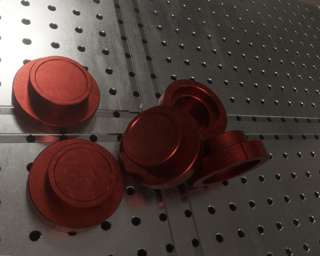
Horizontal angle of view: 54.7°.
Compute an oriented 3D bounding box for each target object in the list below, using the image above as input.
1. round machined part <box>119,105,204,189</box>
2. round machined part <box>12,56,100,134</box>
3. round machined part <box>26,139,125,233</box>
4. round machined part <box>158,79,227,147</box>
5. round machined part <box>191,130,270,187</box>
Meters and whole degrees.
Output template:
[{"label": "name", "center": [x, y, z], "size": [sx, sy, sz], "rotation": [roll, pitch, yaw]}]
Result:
[{"label": "round machined part", "center": [-0.002, 0.017, 0.351], "size": [0.098, 0.042, 0.098], "rotation": [-9, 63, 18]}, {"label": "round machined part", "center": [-0.118, -0.045, 0.362], "size": [0.099, 0.042, 0.098], "rotation": [14, 56, -21]}, {"label": "round machined part", "center": [-0.083, 0.054, 0.320], "size": [0.099, 0.042, 0.098], "rotation": [14, 56, -21]}, {"label": "round machined part", "center": [0.041, -0.016, 0.431], "size": [0.099, 0.042, 0.098], "rotation": [14, 56, -21]}, {"label": "round machined part", "center": [0.080, 0.036, 0.384], "size": [0.099, 0.097, 0.042], "rotation": [-6, 65, -31]}]
